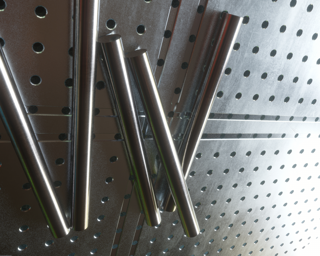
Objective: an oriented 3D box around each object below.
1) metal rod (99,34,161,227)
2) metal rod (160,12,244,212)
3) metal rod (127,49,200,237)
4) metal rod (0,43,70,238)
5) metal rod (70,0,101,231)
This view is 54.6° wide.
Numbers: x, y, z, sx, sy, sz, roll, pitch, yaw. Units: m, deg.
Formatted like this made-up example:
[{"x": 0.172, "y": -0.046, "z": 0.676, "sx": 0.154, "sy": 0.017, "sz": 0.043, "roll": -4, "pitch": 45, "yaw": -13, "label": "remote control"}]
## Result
[{"x": -0.032, "y": 0.027, "z": 0.409, "sx": 0.025, "sy": 0.025, "sz": 0.298, "roll": -21, "pitch": 127, "yaw": -16, "label": "metal rod"}, {"x": 0.051, "y": -0.006, "z": 0.434, "sx": 0.025, "sy": 0.025, "sz": 0.298, "roll": 2, "pitch": 118, "yaw": -29, "label": "metal rod"}, {"x": 0.012, "y": 0.040, "z": 0.419, "sx": 0.025, "sy": 0.025, "sz": 0.299, "roll": -25, "pitch": 121, "yaw": -13, "label": "metal rod"}, {"x": -0.148, "y": 0.016, "z": 0.340, "sx": 0.025, "sy": 0.025, "sz": 0.298, "roll": -18, "pitch": 126, "yaw": -18, "label": "metal rod"}, {"x": -0.091, "y": 0.004, "z": 0.363, "sx": 0.025, "sy": 0.025, "sz": 0.298, "roll": -5, "pitch": 121, "yaw": -26, "label": "metal rod"}]
